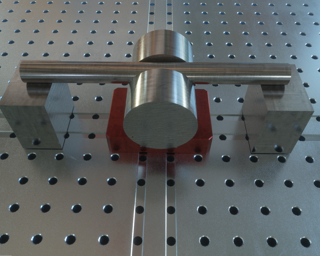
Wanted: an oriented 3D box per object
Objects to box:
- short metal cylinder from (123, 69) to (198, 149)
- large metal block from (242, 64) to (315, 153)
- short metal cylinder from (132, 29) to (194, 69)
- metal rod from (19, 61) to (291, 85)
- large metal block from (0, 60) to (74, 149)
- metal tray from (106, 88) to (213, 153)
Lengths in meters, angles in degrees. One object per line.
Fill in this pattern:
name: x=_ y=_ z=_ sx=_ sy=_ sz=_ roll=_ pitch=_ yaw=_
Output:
short metal cylinder: x=0.001 y=-0.020 z=0.350 sx=0.080 sy=0.080 sz=0.050 roll=1 pitch=50 yaw=0
large metal block: x=0.143 y=-0.024 z=0.391 sx=0.050 sy=0.080 sz=0.080 roll=1 pitch=50 yaw=1
short metal cylinder: x=0.004 y=-0.078 z=0.398 sx=0.080 sy=0.080 sz=0.050 roll=1 pitch=50 yaw=0
metal rod: x=-0.005 y=-0.063 z=0.356 sx=0.302 sy=0.025 sz=0.025 roll=1 pitch=50 yaw=0
large metal block: x=-0.151 y=-0.030 z=0.394 sx=0.050 sy=0.080 sz=0.080 roll=1 pitch=50 yaw=1
metal tray: x=0.000 y=-0.012 z=0.414 sx=0.131 sy=0.030 sz=0.090 roll=1 pitch=50 yaw=1
